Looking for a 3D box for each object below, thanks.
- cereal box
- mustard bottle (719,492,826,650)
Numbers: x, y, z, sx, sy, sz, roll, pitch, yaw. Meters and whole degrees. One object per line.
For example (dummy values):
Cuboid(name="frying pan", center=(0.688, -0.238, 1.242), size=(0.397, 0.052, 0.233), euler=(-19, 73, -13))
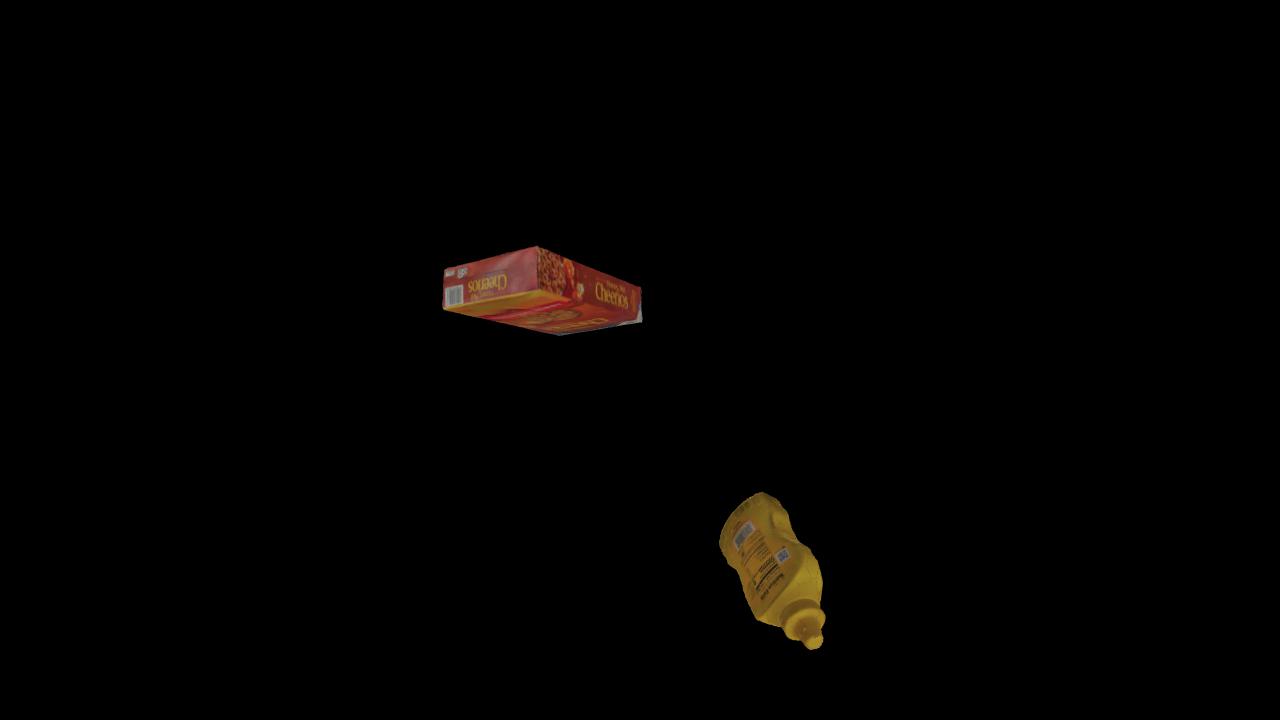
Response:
Cuboid(name="cereal box", center=(-0.156, -0.107, 1.069), size=(0.203, 0.081, 0.306), euler=(-7, -10, 29))
Cuboid(name="mustard bottle", center=(0.144, 0.226, 0.648), size=(0.054, 0.092, 0.184), euler=(35, 12, -23))
